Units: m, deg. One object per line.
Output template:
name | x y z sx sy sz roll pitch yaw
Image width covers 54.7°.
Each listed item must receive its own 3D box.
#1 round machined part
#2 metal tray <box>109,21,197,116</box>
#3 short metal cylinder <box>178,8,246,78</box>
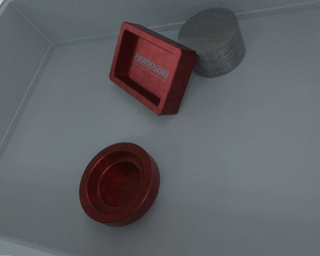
round machined part | -0.044 0.070 0.374 0.098 0.042 0.098 -13 56 20
metal tray | -0.016 -0.085 0.430 0.130 0.030 0.089 38 120 38
short metal cylinder | 0.071 -0.116 0.422 0.080 0.050 0.080 -13 56 20
